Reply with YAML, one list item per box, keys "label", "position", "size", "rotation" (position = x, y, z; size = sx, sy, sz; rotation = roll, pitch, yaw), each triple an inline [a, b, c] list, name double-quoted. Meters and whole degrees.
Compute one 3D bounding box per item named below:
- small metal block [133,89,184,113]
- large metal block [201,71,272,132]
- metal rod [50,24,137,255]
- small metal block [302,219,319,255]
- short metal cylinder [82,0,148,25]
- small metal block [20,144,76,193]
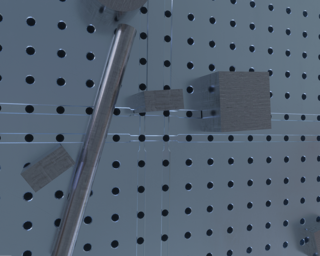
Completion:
- label: "small metal block"
  position: [-0.003, -0.034, 0.399]
  size: [0.050, 0.050, 0.025]
  rotation: [-6, 92, -20]
- label: "large metal block"
  position: [0.107, -0.036, 0.441]
  size: [0.081, 0.050, 0.079]
  rotation: [-3, 91, -20]
- label: "metal rod"
  position: [-0.081, 0.016, 0.383]
  size: [0.025, 0.025, 0.299]
  rotation: [17, 84, -20]
- label: "small metal block"
  position: [0.270, 0.184, 0.515]
  size: [0.050, 0.025, 0.050]
  rotation: [-17, 96, -20]
- label: "short metal cylinder"
  position: [-0.055, -0.174, 0.380]
  size: [0.081, 0.050, 0.079]
  rotation: [0, 90, -21]
- label: "small metal block"
  position: [-0.127, 0.043, 0.353]
  size: [0.050, 0.050, 0.025]
  rotation: [-37, 102, -16]
